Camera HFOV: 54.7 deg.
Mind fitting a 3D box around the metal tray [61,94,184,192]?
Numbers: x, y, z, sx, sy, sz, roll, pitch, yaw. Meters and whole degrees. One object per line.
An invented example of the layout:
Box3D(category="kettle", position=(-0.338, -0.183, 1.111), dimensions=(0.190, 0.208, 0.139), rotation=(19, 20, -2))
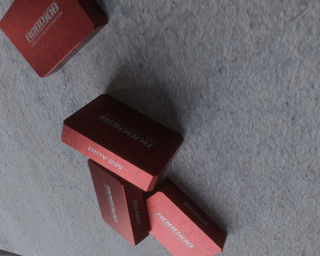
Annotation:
Box3D(category="metal tray", position=(-0.045, 0.013, 0.395), dimensions=(0.130, 0.090, 0.030), rotation=(29, 128, 9))

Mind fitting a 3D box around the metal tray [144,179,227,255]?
Box3D(category="metal tray", position=(0.027, 0.149, 0.480), dimensions=(0.130, 0.030, 0.090), rotation=(44, 129, -3))

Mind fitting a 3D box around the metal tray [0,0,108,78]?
Box3D(category="metal tray", position=(-0.138, -0.133, 0.392), dimensions=(0.130, 0.030, 0.090), rotation=(-28, 103, 37))

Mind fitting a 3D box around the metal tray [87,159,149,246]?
Box3D(category="metal tray", position=(-0.064, 0.110, 0.483), dimensions=(0.090, 0.030, 0.129), rotation=(23, 131, 42))
